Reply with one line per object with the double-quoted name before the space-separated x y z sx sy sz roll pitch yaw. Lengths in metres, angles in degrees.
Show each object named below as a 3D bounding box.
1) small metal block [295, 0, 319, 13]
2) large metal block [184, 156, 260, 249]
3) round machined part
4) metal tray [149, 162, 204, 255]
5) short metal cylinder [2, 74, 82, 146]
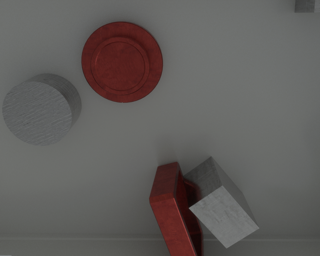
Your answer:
"small metal block" 0.188 -0.145 0.347 0.050 0.050 0.025 -4 110 1
"large metal block" 0.079 0.098 0.419 0.050 0.080 0.080 -38 106 12
"round machined part" -0.046 -0.077 0.373 0.099 0.042 0.097 0 110 -1
"metal tray" 0.027 0.123 0.417 0.030 0.090 0.129 -16 107 12
"short metal cylinder" -0.144 -0.024 0.387 0.081 0.050 0.079 0 110 -1
